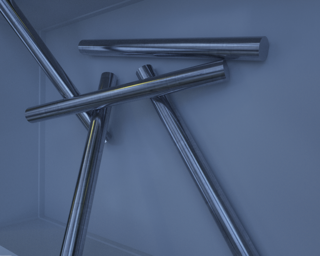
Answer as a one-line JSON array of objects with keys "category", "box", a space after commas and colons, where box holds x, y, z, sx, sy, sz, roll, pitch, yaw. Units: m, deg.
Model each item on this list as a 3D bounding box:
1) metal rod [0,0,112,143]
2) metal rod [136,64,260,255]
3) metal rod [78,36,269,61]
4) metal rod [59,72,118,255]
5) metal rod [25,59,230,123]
[{"category": "metal rod", "box": [-0.167, -0.101, 0.451, 0.025, 0.025, 0.299, -26, 103, 37]}, {"category": "metal rod", "box": [0.044, 0.045, 0.368, 0.025, 0.025, 0.299, -41, 65, 32]}, {"category": "metal rod", "box": [-0.008, -0.106, 0.411, 0.300, 0.025, 0.025, 12, 98, 39]}, {"category": "metal rod", "box": [-0.092, 0.054, 0.401, 0.025, 0.025, 0.299, -18, 54, 38]}, {"category": "metal rod", "box": [-0.061, -0.042, 0.406, 0.300, 0.025, 0.025, -9, 84, 25]}]
